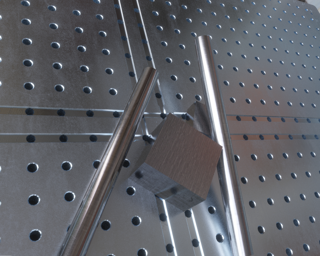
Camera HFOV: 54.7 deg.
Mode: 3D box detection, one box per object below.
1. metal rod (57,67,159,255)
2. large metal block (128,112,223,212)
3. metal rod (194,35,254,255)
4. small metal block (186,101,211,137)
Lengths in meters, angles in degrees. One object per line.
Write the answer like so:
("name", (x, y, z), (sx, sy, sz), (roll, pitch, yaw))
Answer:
("metal rod", (-0.053, 0.034, 0.359), (0.025, 0.025, 0.300), (28, 52, -11))
("large metal block", (0.021, 0.042, 0.379), (0.080, 0.050, 0.080), (33, 51, -7))
("metal rod", (0.081, 0.011, 0.415), (0.025, 0.025, 0.299), (2, 71, -28))
("small metal block", (0.065, -0.005, 0.448), (0.050, 0.025, 0.050), (22, 53, -16))
